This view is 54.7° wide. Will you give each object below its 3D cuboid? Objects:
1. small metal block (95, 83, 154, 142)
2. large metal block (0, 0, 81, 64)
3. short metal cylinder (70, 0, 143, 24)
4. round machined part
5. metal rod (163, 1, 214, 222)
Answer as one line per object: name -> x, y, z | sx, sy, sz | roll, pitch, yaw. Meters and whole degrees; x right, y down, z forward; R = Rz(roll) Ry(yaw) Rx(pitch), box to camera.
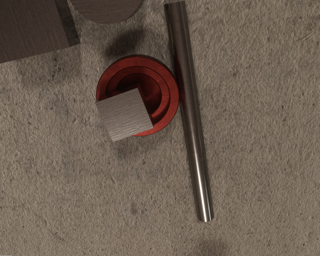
small metal block -> -0.039, -0.018, 0.358 | 0.050, 0.025, 0.050 | -19, 109, 6
large metal block -> -0.147, -0.124, 0.349 | 0.080, 0.050, 0.079 | -12, 110, 4
short metal cylinder -> -0.057, -0.156, 0.338 | 0.081, 0.050, 0.079 | 0, 110, -1
round machined part -> -0.026, -0.042, 0.385 | 0.099, 0.042, 0.097 | 0, 110, -1
metal rod -> 0.042, -0.007, 0.407 | 0.025, 0.025, 0.298 | -9, 110, 3
